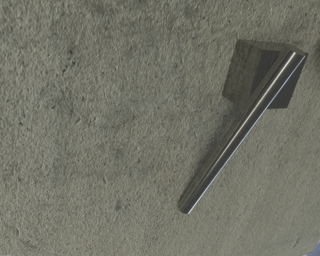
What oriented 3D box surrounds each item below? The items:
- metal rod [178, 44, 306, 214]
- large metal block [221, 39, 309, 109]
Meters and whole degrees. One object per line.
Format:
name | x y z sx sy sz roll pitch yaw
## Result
metal rod | 0.095 0.023 0.425 0.025 0.025 0.298 2 132 -30
large metal block | 0.141 -0.072 0.423 0.081 0.050 0.079 -4 120 -27
